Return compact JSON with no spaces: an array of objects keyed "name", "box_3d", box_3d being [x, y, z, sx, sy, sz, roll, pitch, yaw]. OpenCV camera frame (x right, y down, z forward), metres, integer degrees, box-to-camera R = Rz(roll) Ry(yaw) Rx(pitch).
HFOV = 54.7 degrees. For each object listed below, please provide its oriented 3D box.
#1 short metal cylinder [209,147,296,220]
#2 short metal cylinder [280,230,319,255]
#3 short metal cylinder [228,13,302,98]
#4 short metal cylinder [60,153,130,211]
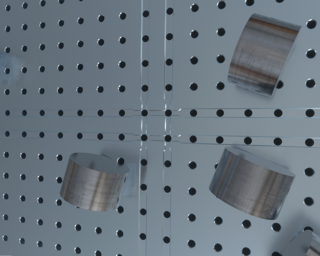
[{"name":"short metal cylinder","box_3d":[0.102,0.059,0.347,0.080,0.080,0.050,23,98,18]},{"name":"short metal cylinder","box_3d":[0.158,0.157,0.328,0.050,0.080,0.080,37,102,16]},{"name":"short metal cylinder","box_3d":[0.115,-0.080,0.343,0.050,0.080,0.080,24,98,18]},{"name":"short metal cylinder","box_3d":[-0.086,0.070,0.413,0.080,0.080,0.050,19,96,18]}]
